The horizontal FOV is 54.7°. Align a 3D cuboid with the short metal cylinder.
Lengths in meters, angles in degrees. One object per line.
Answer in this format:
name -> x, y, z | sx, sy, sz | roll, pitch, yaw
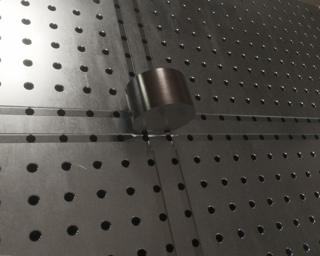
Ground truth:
short metal cylinder -> 0.000, -0.032, 0.394 | 0.081, 0.080, 0.050 | 0, 62, -29
